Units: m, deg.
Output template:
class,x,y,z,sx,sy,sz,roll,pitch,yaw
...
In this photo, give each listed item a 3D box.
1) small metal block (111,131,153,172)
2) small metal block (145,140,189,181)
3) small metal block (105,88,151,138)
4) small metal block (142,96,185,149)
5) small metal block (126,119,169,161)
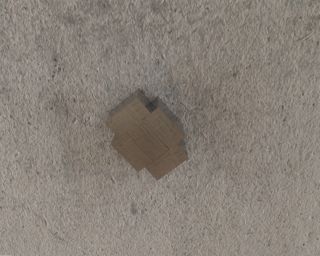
class,x,y,z,sx,sy,sz,roll,pitch,yaw
small metal block,-0.034,0.022,0.405,0.025,0.050,0.050,-38,106,12
small metal block,0.008,0.035,0.410,0.050,0.050,0.025,-37,106,12
small metal block,-0.038,-0.020,0.389,0.050,0.050,0.025,-37,106,12
small metal block,0.005,-0.008,0.394,0.025,0.050,0.050,-39,106,13
small metal block,-0.015,0.007,0.399,0.025,0.050,0.050,-38,106,12
